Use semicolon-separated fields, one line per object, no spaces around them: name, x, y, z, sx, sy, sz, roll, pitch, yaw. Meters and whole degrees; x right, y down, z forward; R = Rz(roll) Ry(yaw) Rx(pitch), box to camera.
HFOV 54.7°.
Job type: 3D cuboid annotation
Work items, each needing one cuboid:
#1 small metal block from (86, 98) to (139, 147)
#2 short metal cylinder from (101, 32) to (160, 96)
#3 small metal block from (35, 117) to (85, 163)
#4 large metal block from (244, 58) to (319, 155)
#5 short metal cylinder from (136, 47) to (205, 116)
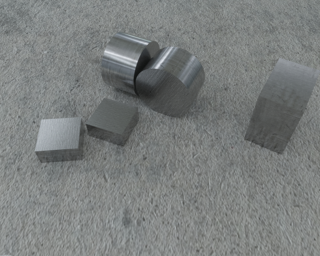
small metal block;-0.061;-0.008;0.410;0.050;0.025;0.050;16;52;13
short metal cylinder;-0.040;-0.092;0.444;0.050;0.080;0.080;21;53;16
small metal block;-0.124;0.015;0.390;0.050;0.025;0.050;-4;50;-4
large metal block;0.153;-0.027;0.392;0.050;0.080;0.080;24;54;19
short metal cylinder;0.014;-0.062;0.420;0.080;0.080;0.050;20;53;16
